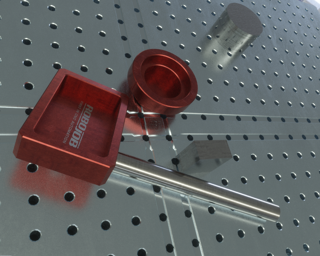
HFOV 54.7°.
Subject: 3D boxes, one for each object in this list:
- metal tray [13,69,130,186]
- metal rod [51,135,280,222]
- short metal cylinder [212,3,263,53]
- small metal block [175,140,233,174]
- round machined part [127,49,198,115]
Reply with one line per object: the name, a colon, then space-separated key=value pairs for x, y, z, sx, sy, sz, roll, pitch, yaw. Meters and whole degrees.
metal tray: x=-0.087 y=-0.007 z=0.337 sx=0.091 sy=0.030 sz=0.130 roll=22 pitch=35 yaw=-14
metal rod: x=0.020 y=0.066 z=0.380 sx=0.302 sy=0.025 sz=0.025 roll=20 pitch=54 yaw=-17
short metal cylinder: x=0.147 y=-0.190 z=0.590 sx=0.081 sy=0.050 sz=0.080 roll=14 pitch=56 yaw=-21
small metal block: x=0.056 y=0.038 z=0.401 sx=0.050 sy=0.050 sz=0.025 roll=0 pitch=62 yaw=-29
round machined part: x=0.000 y=-0.060 z=0.435 sx=0.099 sy=0.042 sz=0.098 roll=14 pitch=56 yaw=-21
